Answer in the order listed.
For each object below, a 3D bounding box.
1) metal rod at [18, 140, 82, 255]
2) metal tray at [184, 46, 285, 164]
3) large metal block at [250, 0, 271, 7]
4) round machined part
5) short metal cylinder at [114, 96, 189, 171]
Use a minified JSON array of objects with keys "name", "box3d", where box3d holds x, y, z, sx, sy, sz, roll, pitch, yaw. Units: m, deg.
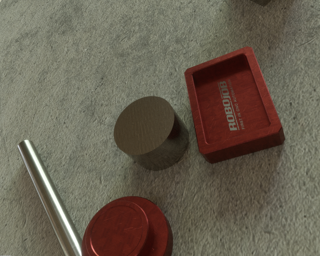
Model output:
[{"name":"metal rod","box3d":[-0.133,0.112,0.402,0.025,0.025,0.300,-43,51,-2]},{"name":"metal tray","box3d":[0.084,-0.030,0.374,0.090,0.030,0.130,-18,55,17]},{"name":"large metal block","box3d":[0.149,-0.237,0.454,0.080,0.050,0.080,-42,51,-1]},{"name":"round machined part","box3d":[-0.039,0.117,0.329,0.098,0.042,0.098,-10,50,12]},{"name":"short metal cylinder","box3d":[-0.010,0.007,0.387,0.080,0.050,0.080,-13,56,20]}]
